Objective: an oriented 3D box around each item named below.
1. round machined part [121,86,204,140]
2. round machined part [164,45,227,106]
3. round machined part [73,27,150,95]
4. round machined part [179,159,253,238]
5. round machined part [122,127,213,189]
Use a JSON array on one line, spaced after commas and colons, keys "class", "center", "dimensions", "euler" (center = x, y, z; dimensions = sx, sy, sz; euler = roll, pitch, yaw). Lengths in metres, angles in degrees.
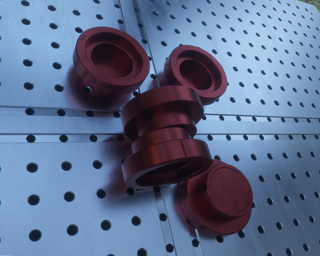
[{"class": "round machined part", "center": [0.006, -0.005, 0.369], "dimensions": [0.099, 0.097, 0.042], "euler": [-1, 61, -29]}, {"class": "round machined part", "center": [0.050, -0.075, 0.472], "dimensions": [0.099, 0.042, 0.098], "euler": [14, 56, -21]}, {"class": "round machined part", "center": [-0.067, -0.084, 0.414], "dimensions": [0.099, 0.042, 0.098], "euler": [14, 56, -21]}, {"class": "round machined part", "center": [0.077, 0.083, 0.390], "dimensions": [0.099, 0.042, 0.098], "euler": [14, 56, -21]}, {"class": "round machined part", "center": [0.006, 0.032, 0.346], "dimensions": [0.099, 0.097, 0.042], "euler": [-1, 63, -29]}]
